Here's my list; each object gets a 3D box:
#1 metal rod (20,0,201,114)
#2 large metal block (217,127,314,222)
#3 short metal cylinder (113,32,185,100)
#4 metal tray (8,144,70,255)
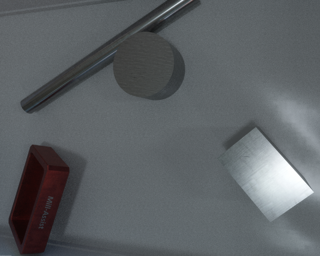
[{"bbox_3d":[-0.080,-0.102,0.437,0.300,0.025,0.025,-29,81,17],"label":"metal rod"},{"bbox_3d":[0.115,0.045,0.341,0.050,0.080,0.080,-42,77,15],"label":"large metal block"},{"bbox_3d":[-0.013,-0.078,0.401,0.080,0.050,0.079,0,90,19],"label":"short metal cylinder"},{"bbox_3d":[-0.177,0.099,0.445,0.090,0.030,0.129,27,100,50],"label":"metal tray"}]
